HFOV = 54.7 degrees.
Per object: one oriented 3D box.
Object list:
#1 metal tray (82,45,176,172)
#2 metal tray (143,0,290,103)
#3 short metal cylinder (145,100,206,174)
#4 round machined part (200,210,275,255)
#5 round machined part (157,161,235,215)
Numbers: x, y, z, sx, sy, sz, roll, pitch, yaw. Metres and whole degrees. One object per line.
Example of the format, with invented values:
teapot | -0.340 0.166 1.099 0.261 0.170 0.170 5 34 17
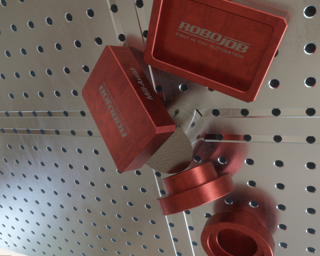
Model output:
metal tray | -0.044 -0.024 0.376 0.089 0.030 0.130 -49 61 39
metal tray | 0.053 -0.091 0.322 0.130 0.030 0.089 23 127 13
short metal cylinder | 0.012 0.011 0.394 0.080 0.050 0.079 13 124 21
round machined part | 0.111 0.155 0.437 0.098 0.042 0.097 13 124 20
round machined part | 0.041 0.073 0.393 0.098 0.099 0.042 -27 79 37
